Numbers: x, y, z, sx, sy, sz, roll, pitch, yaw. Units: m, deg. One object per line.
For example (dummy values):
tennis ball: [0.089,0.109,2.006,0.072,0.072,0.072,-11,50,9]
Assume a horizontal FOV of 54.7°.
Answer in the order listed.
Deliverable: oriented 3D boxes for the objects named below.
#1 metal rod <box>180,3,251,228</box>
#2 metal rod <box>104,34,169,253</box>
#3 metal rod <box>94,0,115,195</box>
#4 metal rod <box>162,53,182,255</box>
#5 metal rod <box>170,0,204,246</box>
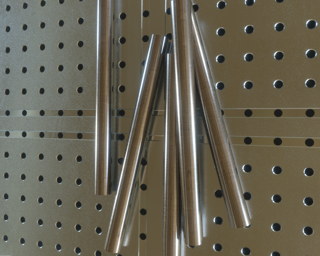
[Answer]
metal rod: [0.062,-0.026,0.390,0.025,0.025,0.298,-16,85,19]
metal rod: [-0.033,0.024,0.423,0.025,0.025,0.298,14,95,19]
metal rod: [-0.078,-0.056,0.438,0.025,0.025,0.298,1,90,19]
metal rod: [0.017,0.054,0.405,0.025,0.025,0.298,1,90,19]
metal rod: [0.034,-0.003,0.384,0.025,0.025,0.298,-2,95,19]
